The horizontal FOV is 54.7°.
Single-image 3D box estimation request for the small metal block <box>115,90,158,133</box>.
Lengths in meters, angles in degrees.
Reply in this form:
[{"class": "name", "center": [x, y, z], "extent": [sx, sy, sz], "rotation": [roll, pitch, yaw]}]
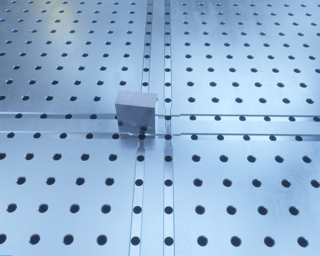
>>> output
[{"class": "small metal block", "center": [-0.029, -0.021, 0.409], "extent": [0.050, 0.050, 0.025], "rotation": [6, 51, 5]}]
